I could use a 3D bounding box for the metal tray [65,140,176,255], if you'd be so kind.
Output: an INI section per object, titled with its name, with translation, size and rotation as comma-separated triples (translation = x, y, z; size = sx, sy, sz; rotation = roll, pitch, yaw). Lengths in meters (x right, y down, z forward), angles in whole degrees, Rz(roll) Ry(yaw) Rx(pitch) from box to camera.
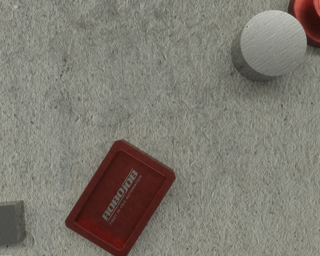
[metal tray]
translation = -0.050, 0.091, 0.407
size = 0.090, 0.030, 0.130
rotation = 32, 90, 0

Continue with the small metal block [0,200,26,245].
[small metal block]
translation = -0.209, 0.125, 0.408
size = 0.050, 0.025, 0.050
rotation = -5, 90, 0

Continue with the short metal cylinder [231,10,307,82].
[short metal cylinder]
translation = 0.137, -0.103, 0.399
size = 0.081, 0.050, 0.080
rotation = 0, 90, 0

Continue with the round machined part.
[round machined part]
translation = 0.224, -0.157, 0.403
size = 0.099, 0.042, 0.097
rotation = 0, 90, 0
